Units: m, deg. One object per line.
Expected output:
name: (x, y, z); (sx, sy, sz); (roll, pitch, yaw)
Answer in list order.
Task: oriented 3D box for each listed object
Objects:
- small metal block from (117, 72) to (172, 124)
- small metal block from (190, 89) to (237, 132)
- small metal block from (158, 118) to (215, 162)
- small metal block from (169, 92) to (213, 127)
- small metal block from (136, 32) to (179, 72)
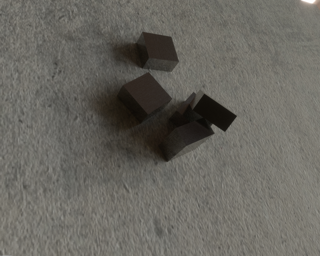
small metal block: (-0.021, -0.042, 0.419); (0.050, 0.025, 0.050); (49, 51, 6)
small metal block: (0.069, -0.024, 0.409); (0.050, 0.025, 0.050); (33, 12, -7)
small metal block: (0.033, 0.015, 0.398); (0.050, 0.050, 0.025); (-20, 73, -36)
small metal block: (0.049, -0.016, 0.442); (0.050, 0.025, 0.050); (42, 51, 0)
small metal block: (-0.004, -0.116, 0.474); (0.050, 0.025, 0.050); (1, 62, -28)
